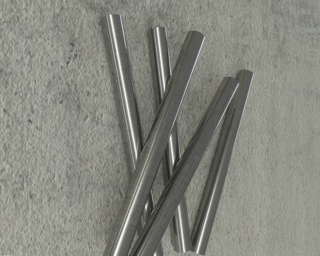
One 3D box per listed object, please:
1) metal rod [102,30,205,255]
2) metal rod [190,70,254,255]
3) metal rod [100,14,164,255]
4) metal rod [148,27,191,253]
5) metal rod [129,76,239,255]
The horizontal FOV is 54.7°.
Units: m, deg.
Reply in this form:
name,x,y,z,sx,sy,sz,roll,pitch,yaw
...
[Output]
name,x,y,z,sx,sy,sz,roll,pitch,yaw
metal rod,-0.002,0.014,0.368,0.025,0.025,0.299,32,70,-36
metal rod,0.100,0.044,0.488,0.025,0.025,0.299,30,71,-36
metal rod,-0.032,0.018,0.377,0.025,0.025,0.298,-16,100,-39
metal rod,0.014,0.020,0.415,0.025,0.025,0.298,-11,97,-39
metal rod,0.034,0.051,0.399,0.025,0.025,0.300,46,63,-31
